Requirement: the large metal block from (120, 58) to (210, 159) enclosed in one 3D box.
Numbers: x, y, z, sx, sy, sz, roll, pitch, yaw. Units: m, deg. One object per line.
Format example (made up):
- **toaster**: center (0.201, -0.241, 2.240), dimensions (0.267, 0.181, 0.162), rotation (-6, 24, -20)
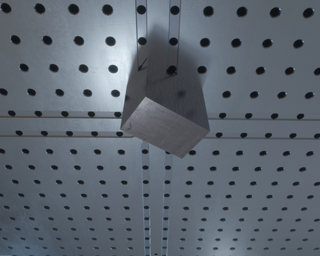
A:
- **large metal block**: center (0.006, -0.023, 0.356), dimensions (0.080, 0.080, 0.050), rotation (27, 125, -21)
